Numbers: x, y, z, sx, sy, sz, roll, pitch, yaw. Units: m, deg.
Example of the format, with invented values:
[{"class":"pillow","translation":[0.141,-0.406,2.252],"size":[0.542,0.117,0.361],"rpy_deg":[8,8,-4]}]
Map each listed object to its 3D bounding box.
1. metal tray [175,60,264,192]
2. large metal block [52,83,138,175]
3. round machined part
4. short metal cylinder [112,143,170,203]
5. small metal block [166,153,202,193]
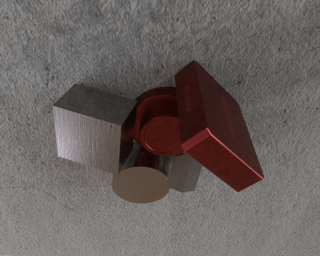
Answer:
[{"class":"metal tray","translation":[0.060,-0.007,0.333],"size":[0.030,0.130,0.090],"rpy_deg":[-37,121,26]},{"class":"large metal block","translation":[-0.077,0.002,0.376],"size":[0.080,0.050,0.079],"rpy_deg":[16,130,8]},{"class":"round machined part","translation":[0.008,-0.002,0.397],"size":[0.099,0.042,0.097],"rpy_deg":[-1,130,0]},{"class":"short metal cylinder","translation":[-0.026,0.064,0.447],"size":[0.081,0.050,0.079],"rpy_deg":[0,130,0]},{"class":"small metal block","translation":[0.036,0.060,0.430],"size":[0.025,0.050,0.050],"rpy_deg":[17,180,26]}]
